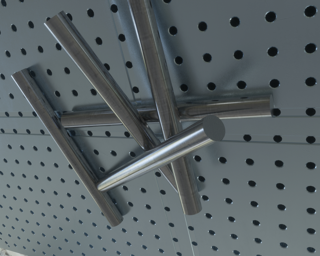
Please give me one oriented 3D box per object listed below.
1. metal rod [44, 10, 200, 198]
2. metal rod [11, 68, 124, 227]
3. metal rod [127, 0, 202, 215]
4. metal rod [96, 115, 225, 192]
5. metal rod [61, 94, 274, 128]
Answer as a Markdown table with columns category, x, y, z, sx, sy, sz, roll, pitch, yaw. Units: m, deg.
| category | x | y | z | sx | sy | sz | roll | pitch | yaw |
| --- | --- | --- | --- | --- | --- | --- | --- | --- | --- |
| metal rod | -0.032 | -0.006 | 0.388 | 0.025 | 0.025 | 0.299 | -17 | 120 | 34 |
| metal rod | -0.145 | 0.041 | 0.510 | 0.025 | 0.025 | 0.299 | -17 | 110 | 34 |
| metal rod | 0.004 | -0.035 | 0.357 | 0.025 | 0.025 | 0.298 | -6 | 107 | 30 |
| metal rod | -0.023 | 0.048 | 0.398 | 0.025 | 0.025 | 0.299 | 48 | 145 | -6 |
| metal rod | -0.011 | -0.018 | 0.404 | 0.300 | 0.025 | 0.025 | -3 | 117 | 29 |
